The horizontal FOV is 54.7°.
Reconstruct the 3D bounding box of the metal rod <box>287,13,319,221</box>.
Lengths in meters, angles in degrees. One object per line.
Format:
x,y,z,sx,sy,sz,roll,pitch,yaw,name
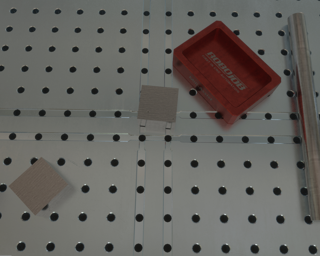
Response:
0.202,-0.028,0.424,0.025,0.025,0.299,3,70,0,metal rod

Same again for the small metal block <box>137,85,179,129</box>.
-0.002,-0.029,0.422,0.050,0.025,0.050,6,70,1,small metal block

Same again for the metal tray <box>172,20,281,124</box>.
0.092,-0.082,0.439,0.090,0.030,0.130,-37,74,-13,metal tray

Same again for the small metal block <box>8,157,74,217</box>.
-0.146,0.073,0.383,0.050,0.025,0.050,41,75,13,small metal block
